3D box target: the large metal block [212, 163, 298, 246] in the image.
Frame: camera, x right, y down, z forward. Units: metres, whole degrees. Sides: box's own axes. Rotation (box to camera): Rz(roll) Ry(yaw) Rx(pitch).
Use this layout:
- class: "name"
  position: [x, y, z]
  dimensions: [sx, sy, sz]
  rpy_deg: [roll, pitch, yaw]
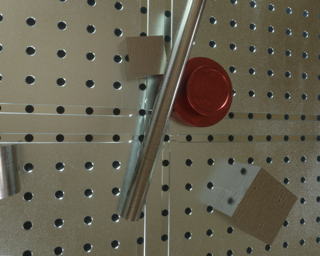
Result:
- class: "large metal block"
  position: [0.139, 0.109, 0.453]
  dimensions: [0.080, 0.050, 0.080]
  rpy_deg: [39, 78, -16]

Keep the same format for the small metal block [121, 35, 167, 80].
- class: "small metal block"
  position: [-0.020, -0.092, 0.406]
  dimensions: [0.050, 0.025, 0.050]
  rpy_deg: [-9, 93, -20]

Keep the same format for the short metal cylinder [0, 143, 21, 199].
- class: "short metal cylinder"
  position: [-0.187, 0.045, 0.314]
  dimensions: [0.081, 0.080, 0.050]
  rpy_deg: [-5, 92, -20]

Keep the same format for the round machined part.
- class: "round machined part"
  position: [0.059, -0.050, 0.427]
  dimensions: [0.099, 0.042, 0.097]
  rpy_deg: [0, 90, -20]

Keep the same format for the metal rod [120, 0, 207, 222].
- class: "metal rod"
  position: [0.005, -0.027, 0.395]
  dimensions: [0.025, 0.025, 0.298]
  rpy_deg: [16, 92, -20]
